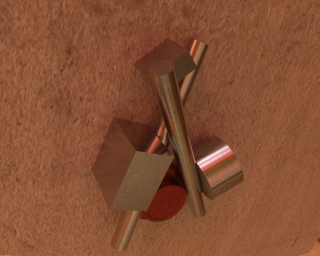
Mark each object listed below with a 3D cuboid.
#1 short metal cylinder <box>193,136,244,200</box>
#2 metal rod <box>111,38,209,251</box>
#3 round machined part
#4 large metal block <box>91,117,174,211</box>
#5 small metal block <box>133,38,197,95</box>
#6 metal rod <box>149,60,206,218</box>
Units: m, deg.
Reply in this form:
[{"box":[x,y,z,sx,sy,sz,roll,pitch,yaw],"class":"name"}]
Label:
[{"box":[0.077,0.058,0.453,0.050,0.080,0.080,-29,129,-11],"class":"short metal cylinder"},{"box":[-0.005,0.032,0.407,0.025,0.025,0.298,12,106,-34],"class":"metal rod"},{"box":[0.000,0.101,0.462,0.099,0.042,0.097,-14,125,-21],"class":"round machined part"},{"box":[-0.037,0.044,0.381,0.050,0.080,0.079,12,112,-34],"class":"large metal block"},{"box":[0.005,-0.071,0.352,0.050,0.050,0.025,-38,130,-3],"class":"small metal block"},{"box":[0.033,0.040,0.408,0.025,0.025,0.299,-29,137,-10],"class":"metal rod"}]
